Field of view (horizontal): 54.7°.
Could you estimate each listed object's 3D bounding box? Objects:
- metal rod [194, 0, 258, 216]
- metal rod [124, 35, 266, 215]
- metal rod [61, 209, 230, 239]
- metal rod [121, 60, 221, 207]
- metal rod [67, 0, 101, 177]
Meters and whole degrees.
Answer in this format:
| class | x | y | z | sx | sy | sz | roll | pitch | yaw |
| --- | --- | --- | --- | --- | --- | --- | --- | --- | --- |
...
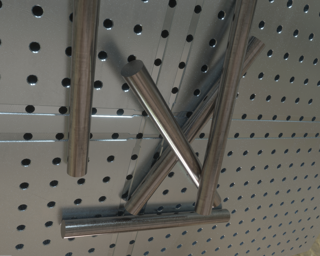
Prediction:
| class | x | y | z | sx | sy | sz | roll | pitch | yaw |
| --- | --- | --- | --- | --- | --- | --- | --- | --- | --- |
| metal rod | 0.084 | -0.023 | 0.407 | 0.025 | 0.025 | 0.298 | 1 | 107 | -29 |
| metal rod | 0.044 | 0.003 | 0.438 | 0.025 | 0.025 | 0.299 | 28 | 103 | -38 |
| metal rod | -0.005 | 0.152 | 0.504 | 0.302 | 0.025 | 0.025 | 6 | 116 | -32 |
| metal rod | 0.031 | 0.031 | 0.413 | 0.025 | 0.025 | 0.299 | -37 | 134 | -4 |
| metal rod | -0.079 | -0.076 | 0.321 | 0.025 | 0.025 | 0.298 | -4 | 120 | -27 |
